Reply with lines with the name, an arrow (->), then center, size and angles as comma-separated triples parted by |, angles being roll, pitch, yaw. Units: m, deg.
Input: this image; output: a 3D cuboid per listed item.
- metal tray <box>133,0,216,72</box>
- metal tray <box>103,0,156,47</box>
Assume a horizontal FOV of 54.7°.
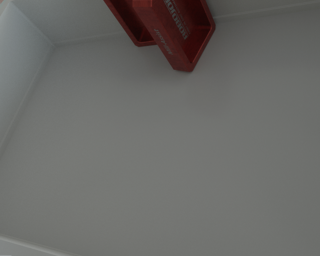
metal tray -> 0.026, -0.149, 0.415 | 0.030, 0.130, 0.090 | 17, 71, 36
metal tray -> -0.024, -0.179, 0.459 | 0.090, 0.130, 0.030 | 1, 63, 28
